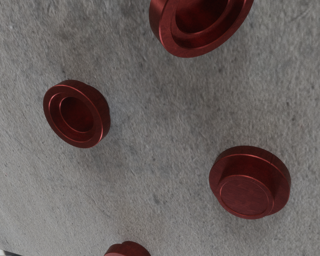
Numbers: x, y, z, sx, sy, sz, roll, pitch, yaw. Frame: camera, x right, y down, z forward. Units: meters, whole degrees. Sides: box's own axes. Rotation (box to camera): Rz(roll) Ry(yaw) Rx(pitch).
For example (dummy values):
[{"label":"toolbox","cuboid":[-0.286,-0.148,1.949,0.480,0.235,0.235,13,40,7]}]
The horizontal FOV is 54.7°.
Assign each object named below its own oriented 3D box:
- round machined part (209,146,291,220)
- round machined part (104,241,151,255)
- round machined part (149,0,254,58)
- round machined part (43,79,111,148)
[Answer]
[{"label":"round machined part","cuboid":[0.108,0.074,0.384,0.098,0.042,0.097,13,124,20]},{"label":"round machined part","cuboid":[-0.054,0.251,0.578,0.098,0.042,0.097,13,124,20]},{"label":"round machined part","cuboid":[0.034,-0.116,0.281,0.042,0.099,0.097,58,136,30]},{"label":"round machined part","cuboid":[-0.112,-0.023,0.438,0.098,0.042,0.097,13,124,20]}]
